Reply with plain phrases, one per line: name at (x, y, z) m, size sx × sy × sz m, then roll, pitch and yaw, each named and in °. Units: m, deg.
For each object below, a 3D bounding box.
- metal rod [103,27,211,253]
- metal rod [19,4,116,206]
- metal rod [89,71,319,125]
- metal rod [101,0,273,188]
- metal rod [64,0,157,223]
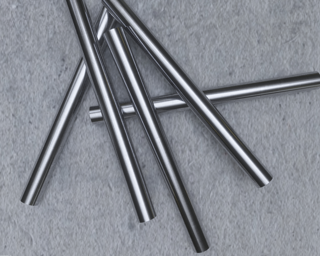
metal rod at (0.000, 0.021, 0.390) m, size 0.025 × 0.025 × 0.299 m, roll -22°, pitch 98°, yaw 0°
metal rod at (-0.114, -0.041, 0.408) m, size 0.025 × 0.025 × 0.299 m, roll 23°, pitch 90°, yaw -1°
metal rod at (0.059, -0.040, 0.410) m, size 0.302 × 0.025 × 0.025 m, roll -9°, pitch 90°, yaw -1°
metal rod at (0.034, -0.048, 0.384) m, size 0.025 × 0.025 × 0.300 m, roll -40°, pitch 90°, yaw 0°
metal rod at (-0.063, -0.030, 0.383) m, size 0.025 × 0.025 × 0.298 m, roll -18°, pitch 90°, yaw 0°
